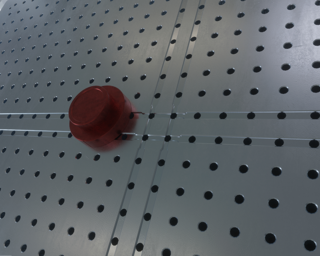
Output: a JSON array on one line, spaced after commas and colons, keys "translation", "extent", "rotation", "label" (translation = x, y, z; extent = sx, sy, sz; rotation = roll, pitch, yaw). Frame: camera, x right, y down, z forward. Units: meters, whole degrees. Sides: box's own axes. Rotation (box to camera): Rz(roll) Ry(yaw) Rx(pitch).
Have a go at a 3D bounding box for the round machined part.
[{"translation": [-0.096, -0.024, 0.464], "extent": [0.098, 0.042, 0.098], "rotation": [-13, 56, 21], "label": "round machined part"}]
